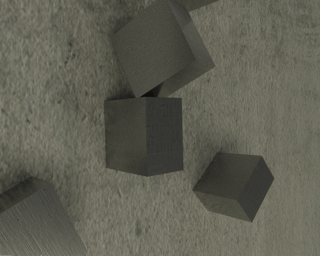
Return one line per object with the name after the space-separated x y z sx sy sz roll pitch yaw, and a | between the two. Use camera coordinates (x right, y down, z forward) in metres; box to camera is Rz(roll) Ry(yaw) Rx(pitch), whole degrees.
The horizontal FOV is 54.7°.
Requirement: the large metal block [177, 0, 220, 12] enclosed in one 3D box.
0.037 -0.199 0.402 0.081 0.080 0.050 8 85 -40 | large metal block

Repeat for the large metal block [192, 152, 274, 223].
0.110 0.085 0.464 0.080 0.080 0.050 -51 120 -28 | large metal block

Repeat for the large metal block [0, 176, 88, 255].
-0.127 0.102 0.283 0.081 0.050 0.080 -33 111 -35 | large metal block

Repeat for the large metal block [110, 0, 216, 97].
0.002 -0.086 0.349 0.050 0.080 0.080 -4 68 -59 | large metal block

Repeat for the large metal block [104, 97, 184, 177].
-0.020 0.007 0.354 0.050 0.080 0.079 -3 92 -40 | large metal block
